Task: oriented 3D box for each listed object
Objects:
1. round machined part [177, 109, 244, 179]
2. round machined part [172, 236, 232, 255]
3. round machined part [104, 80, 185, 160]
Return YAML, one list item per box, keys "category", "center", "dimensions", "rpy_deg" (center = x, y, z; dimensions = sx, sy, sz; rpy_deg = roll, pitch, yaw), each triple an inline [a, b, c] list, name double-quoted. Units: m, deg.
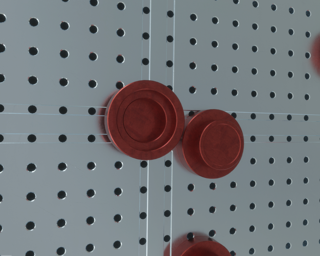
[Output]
- category: "round machined part"
  center: [0.076, 0.022, 0.432]
  dimensions: [0.099, 0.042, 0.097]
  rpy_deg: [0, 90, -20]
- category: "round machined part"
  center: [0.061, 0.205, 0.426]
  dimensions: [0.099, 0.042, 0.097]
  rpy_deg: [0, 90, -20]
- category: "round machined part"
  center: [-0.022, -0.010, 0.395]
  dimensions: [0.099, 0.042, 0.097]
  rpy_deg: [0, 90, -20]
